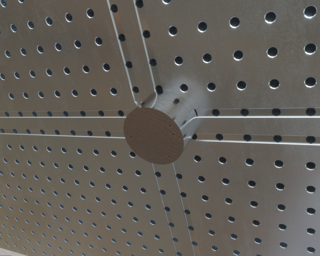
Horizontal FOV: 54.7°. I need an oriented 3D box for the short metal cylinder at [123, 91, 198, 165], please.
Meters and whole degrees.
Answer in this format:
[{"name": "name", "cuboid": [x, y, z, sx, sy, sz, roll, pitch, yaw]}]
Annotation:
[{"name": "short metal cylinder", "cuboid": [0.001, -0.001, 0.393, 0.080, 0.050, 0.079, 13, 124, 20]}]
